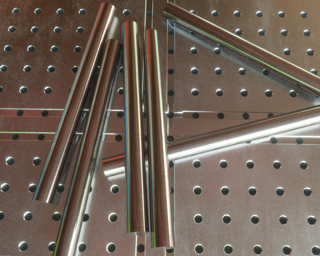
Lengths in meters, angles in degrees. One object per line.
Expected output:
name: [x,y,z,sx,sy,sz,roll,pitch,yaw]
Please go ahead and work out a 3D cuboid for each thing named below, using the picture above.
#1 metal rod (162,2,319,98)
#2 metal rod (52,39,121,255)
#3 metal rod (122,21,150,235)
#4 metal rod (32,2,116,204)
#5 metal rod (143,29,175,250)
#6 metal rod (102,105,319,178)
metal rod: [0.138,-0.108,0.451,0.300,0.025,0.025,31,73,10]
metal rod: [-0.090,0.016,0.405,0.025,0.025,0.299,8,70,3]
metal rod: [-0.034,-0.020,0.399,0.025,0.025,0.299,-4,63,-1]
metal rod: [-0.111,-0.047,0.428,0.025,0.025,0.299,11,70,4]
metal rod: [-0.005,-0.007,0.392,0.025,0.025,0.299,-3,62,-1]
metal rod: [0.076,0.015,0.406,0.302,0.025,0.025,-14,71,-5]
